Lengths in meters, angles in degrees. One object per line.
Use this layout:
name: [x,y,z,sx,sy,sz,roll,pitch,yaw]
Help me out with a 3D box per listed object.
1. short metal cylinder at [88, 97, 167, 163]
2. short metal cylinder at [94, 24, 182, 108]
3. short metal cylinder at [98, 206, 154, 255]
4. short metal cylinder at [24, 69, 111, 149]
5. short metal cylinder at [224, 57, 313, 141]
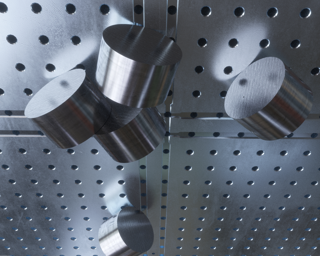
short metal cylinder: [-0.039,-0.005,0.371,0.080,0.080,0.050,-20,128,16]
short metal cylinder: [-0.023,-0.065,0.320,0.081,0.080,0.050,12,129,-11]
short metal cylinder: [-0.057,0.182,0.530,0.080,0.080,0.050,36,121,-27]
short metal cylinder: [-0.104,-0.023,0.355,0.080,0.080,0.050,-22,127,17]
short metal cylinder: [0.121,-0.032,0.350,0.050,0.080,0.080,33,123,-25]
